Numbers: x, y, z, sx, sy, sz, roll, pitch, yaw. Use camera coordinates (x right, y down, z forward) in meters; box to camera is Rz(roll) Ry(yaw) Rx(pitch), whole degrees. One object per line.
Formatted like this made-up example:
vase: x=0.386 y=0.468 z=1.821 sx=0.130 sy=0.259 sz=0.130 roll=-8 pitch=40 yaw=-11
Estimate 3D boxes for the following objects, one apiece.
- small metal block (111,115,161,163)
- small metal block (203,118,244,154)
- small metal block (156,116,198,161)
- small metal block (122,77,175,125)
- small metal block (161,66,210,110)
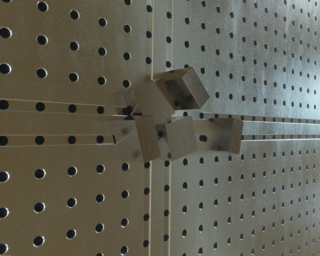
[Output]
small metal block: x=-0.029 y=0.012 z=0.368 sx=0.025 sy=0.050 sz=0.050 roll=-19 pitch=102 yaw=-38
small metal block: x=0.096 y=0.012 z=0.472 sx=0.025 sy=0.050 sz=0.050 roll=16 pitch=80 yaw=-39
small metal block: x=0.022 y=0.013 z=0.426 sx=0.050 sy=0.025 sz=0.050 roll=-18 pitch=102 yaw=-38
small metal block: x=-0.013 y=-0.031 z=0.397 sx=0.050 sy=0.025 sz=0.050 roll=-33 pitch=110 yaw=-35
small metal block: x=0.031 y=-0.052 z=0.417 sx=0.025 sy=0.050 sz=0.050 roll=-50 pitch=120 yaw=-28
